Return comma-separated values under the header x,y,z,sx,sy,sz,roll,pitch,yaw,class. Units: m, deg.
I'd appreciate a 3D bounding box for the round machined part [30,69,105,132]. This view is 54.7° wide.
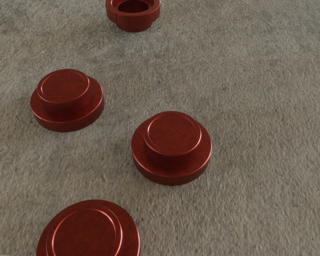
x,y,z,sx,sy,sz,roll,pitch,yaw,class
-0.129,-0.044,0.428,0.099,0.042,0.098,0,50,0,round machined part

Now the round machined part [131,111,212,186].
x,y,z,sx,sy,sz,roll,pitch,yaw,class
0.014,0.017,0.378,0.099,0.042,0.098,0,50,0,round machined part

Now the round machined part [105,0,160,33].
x,y,z,sx,sy,sz,roll,pitch,yaw,class
-0.049,-0.213,0.570,0.099,0.042,0.098,0,50,0,round machined part

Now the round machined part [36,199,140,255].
x,y,z,sx,sy,sz,roll,pitch,yaw,class
-0.069,0.113,0.297,0.099,0.042,0.098,0,50,0,round machined part
